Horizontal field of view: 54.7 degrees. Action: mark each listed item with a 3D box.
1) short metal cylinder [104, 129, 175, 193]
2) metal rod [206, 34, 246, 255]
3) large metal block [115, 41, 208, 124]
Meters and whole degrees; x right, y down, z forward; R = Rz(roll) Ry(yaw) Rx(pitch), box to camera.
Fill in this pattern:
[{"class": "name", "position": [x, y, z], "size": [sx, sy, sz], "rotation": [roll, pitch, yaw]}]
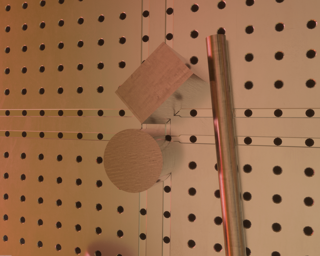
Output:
[{"class": "short metal cylinder", "position": [-0.026, 0.041, 0.408], "size": [0.080, 0.050, 0.079], "rotation": [0, 90, 19]}, {"class": "metal rod", "position": [0.083, 0.035, 0.383], "size": [0.025, 0.025, 0.298], "rotation": [-6, 88, 19]}, {"class": "large metal block", "position": [0.005, -0.050, 0.381], "size": [0.080, 0.080, 0.050], "rotation": [-44, 77, 14]}]
